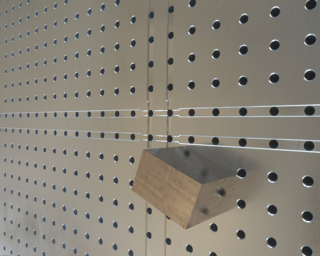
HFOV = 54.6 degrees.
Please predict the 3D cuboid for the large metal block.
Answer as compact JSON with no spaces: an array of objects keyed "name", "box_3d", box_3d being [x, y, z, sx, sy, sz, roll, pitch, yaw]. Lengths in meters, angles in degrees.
[{"name":"large metal block","box_3d":[0.029,0.061,0.350,0.080,0.081,0.050,27,107,37]}]
